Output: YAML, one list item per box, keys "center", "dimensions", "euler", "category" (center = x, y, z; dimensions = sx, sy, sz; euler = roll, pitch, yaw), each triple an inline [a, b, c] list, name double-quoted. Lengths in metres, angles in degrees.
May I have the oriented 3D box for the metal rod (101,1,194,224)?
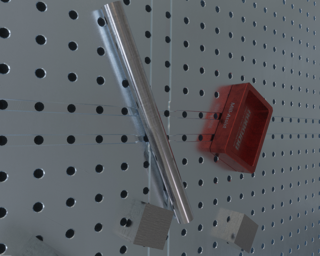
- center: [-0.010, -0.008, 0.400]
  dimensions: [0.025, 0.025, 0.298]
  euler: [-30, 109, -36]
  category: "metal rod"

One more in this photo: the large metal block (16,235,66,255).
- center: [-0.094, 0.154, 0.294]
  dimensions: [0.080, 0.080, 0.050]
  euler: [50, 61, -29]
  category: "large metal block"

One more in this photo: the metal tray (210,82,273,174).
- center: [0.141, 0.000, 0.523]
  dimensions: [0.090, 0.030, 0.130]
  euler: [35, 68, -34]
  category: "metal tray"

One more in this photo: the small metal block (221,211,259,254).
- center: [0.136, 0.176, 0.524]
  dimensions: [0.050, 0.025, 0.050]
  euler: [42, 65, -32]
  category: "small metal block"

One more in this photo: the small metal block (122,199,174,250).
- center: [-0.014, 0.124, 0.397]
  dimensions: [0.050, 0.025, 0.050]
  euler: [29, 72, -36]
  category: "small metal block"
